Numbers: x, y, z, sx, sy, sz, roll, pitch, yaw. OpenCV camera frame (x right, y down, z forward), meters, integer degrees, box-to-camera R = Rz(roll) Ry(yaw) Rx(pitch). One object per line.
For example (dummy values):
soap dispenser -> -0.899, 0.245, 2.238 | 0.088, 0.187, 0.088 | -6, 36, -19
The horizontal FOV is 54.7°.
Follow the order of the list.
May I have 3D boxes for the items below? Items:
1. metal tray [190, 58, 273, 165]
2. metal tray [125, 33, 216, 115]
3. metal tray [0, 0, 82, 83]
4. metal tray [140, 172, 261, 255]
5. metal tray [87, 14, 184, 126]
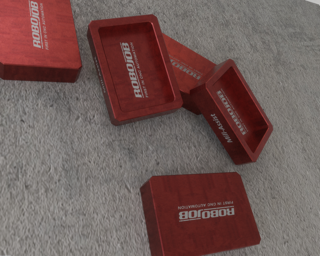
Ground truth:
metal tray -> 0.106, -0.023, 0.444 | 0.130, 0.030, 0.090 | 55, 48, -12
metal tray -> 0.021, -0.086, 0.464 | 0.131, 0.030, 0.090 | 28, 52, -11
metal tray -> -0.155, -0.120, 0.390 | 0.091, 0.030, 0.130 | -2, 63, -29
metal tray -> 0.048, 0.101, 0.364 | 0.131, 0.030, 0.090 | 2, 61, -27
metal tray -> -0.032, -0.075, 0.396 | 0.091, 0.030, 0.129 | -14, 83, -20
